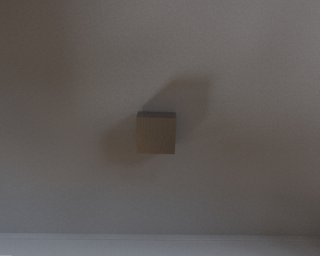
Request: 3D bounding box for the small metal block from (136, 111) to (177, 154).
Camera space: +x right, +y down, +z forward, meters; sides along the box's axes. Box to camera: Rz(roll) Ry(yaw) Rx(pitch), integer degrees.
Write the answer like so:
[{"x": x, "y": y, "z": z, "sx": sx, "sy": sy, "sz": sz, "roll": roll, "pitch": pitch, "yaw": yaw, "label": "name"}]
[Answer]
[{"x": -0.005, "y": 0.006, "z": 0.409, "sx": 0.050, "sy": 0.025, "sz": 0.050, "roll": 2, "pitch": 110, "yaw": -1, "label": "small metal block"}]
